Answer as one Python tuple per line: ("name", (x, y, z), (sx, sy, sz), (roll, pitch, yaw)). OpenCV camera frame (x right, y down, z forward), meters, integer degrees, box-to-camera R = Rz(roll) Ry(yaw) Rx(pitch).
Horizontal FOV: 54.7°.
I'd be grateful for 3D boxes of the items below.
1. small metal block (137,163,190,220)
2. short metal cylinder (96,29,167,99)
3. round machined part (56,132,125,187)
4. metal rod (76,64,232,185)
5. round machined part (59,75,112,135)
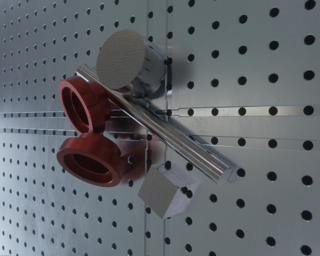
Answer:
("small metal block", (0.004, 0.082, 0.406), (0.050, 0.025, 0.050), (37, 113, 33))
("short metal cylinder", (-0.038, -0.084, 0.414), (0.080, 0.050, 0.080), (-7, 76, 32))
("round machined part", (-0.097, 0.043, 0.455), (0.098, 0.098, 0.042), (-14, 42, 39))
("metal rod", (-0.027, -0.020, 0.431), (0.300, 0.025, 0.025), (37, 113, 33))
("round machined part", (-0.111, -0.034, 0.473), (0.098, 0.042, 0.097), (34, 138, 37))
